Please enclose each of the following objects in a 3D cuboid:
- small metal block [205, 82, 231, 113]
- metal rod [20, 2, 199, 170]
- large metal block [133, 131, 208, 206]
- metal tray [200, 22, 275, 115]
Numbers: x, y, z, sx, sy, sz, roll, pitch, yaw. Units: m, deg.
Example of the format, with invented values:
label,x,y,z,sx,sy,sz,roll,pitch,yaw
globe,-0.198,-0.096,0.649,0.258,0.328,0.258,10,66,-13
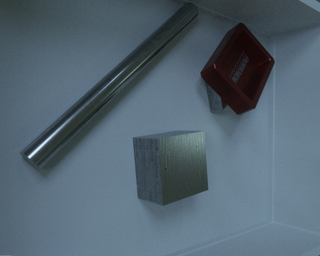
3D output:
label,x,y,z,sx,sy,sz,roll,pitch,yaw
small metal block,0.102,-0.055,0.495,0.050,0.025,0.050,-20,103,-39
metal rod,-0.041,-0.068,0.373,0.301,0.025,0.025,-50,120,-29
large metal block,0.015,0.048,0.405,0.081,0.050,0.079,-8,95,-40
metal tray,0.125,-0.094,0.481,0.090,0.030,0.130,44,53,-14
